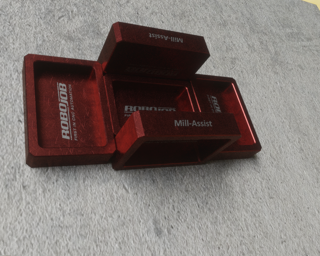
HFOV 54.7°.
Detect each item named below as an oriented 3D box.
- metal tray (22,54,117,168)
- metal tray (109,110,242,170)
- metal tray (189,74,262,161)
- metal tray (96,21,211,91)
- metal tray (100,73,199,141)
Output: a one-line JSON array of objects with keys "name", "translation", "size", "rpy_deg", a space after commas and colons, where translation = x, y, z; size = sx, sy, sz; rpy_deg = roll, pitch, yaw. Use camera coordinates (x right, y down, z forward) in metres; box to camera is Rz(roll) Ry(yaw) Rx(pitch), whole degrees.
[{"name": "metal tray", "translation": [-0.107, -0.022, 0.358], "size": [0.091, 0.030, 0.130], "rpy_deg": [0, 62, -28]}, {"name": "metal tray", "translation": [0.017, 0.016, 0.362], "size": [0.131, 0.090, 0.030], "rpy_deg": [0, 62, -29]}, {"name": "metal tray", "translation": [0.089, -0.018, 0.463], "size": [0.091, 0.030, 0.130], "rpy_deg": [0, 62, -28]}, {"name": "metal tray", "translation": [-0.011, -0.089, 0.414], "size": [0.131, 0.090, 0.030], "rpy_deg": [0, 62, -29]}, {"name": "metal tray", "translation": [-0.010, -0.022, 0.411], "size": [0.131, 0.030, 0.090], "rpy_deg": [1, 61, -28]}]
